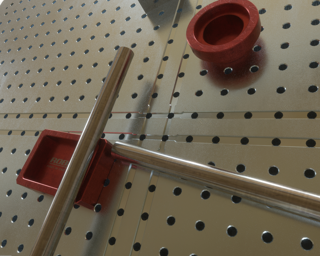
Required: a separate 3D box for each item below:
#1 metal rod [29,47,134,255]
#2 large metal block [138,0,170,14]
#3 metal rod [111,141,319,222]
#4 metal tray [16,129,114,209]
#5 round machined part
[{"bbox_3d":[-0.093,0.018,0.405,0.025,0.025,0.300,4,63,29],"label":"metal rod"},{"bbox_3d":[-0.010,-0.267,0.560,0.080,0.050,0.080,-26,53,12],"label":"large metal block"},{"bbox_3d":[0.067,0.056,0.337,0.300,0.025,0.025,12,68,32],"label":"metal rod"},{"bbox_3d":[-0.133,0.054,0.439,0.130,0.030,0.090,7,65,31],"label":"metal tray"},{"bbox_3d":[0.089,-0.129,0.429,0.098,0.042,0.098,-13,56,20],"label":"round machined part"}]
